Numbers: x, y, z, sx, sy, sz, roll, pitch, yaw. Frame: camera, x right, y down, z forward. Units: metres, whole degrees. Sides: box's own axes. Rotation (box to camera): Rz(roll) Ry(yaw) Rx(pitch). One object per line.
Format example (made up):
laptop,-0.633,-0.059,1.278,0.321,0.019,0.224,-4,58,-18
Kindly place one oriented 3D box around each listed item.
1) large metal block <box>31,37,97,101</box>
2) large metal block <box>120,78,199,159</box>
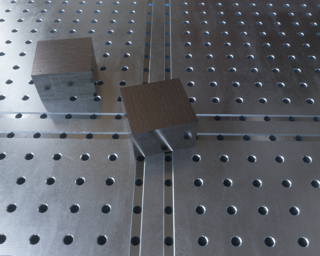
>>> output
large metal block,-0.140,-0.089,0.465,0.081,0.050,0.080,-6,50,-6
large metal block,-0.003,-0.014,0.403,0.081,0.050,0.080,-11,51,-10
